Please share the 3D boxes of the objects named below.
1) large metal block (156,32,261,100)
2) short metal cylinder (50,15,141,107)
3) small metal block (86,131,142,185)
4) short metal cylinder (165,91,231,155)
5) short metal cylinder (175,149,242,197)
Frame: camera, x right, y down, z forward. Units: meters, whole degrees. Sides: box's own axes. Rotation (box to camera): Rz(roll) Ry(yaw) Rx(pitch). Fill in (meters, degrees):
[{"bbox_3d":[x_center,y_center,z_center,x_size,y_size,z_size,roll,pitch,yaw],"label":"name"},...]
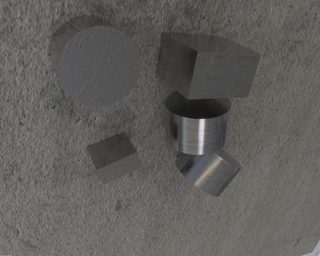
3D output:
[{"bbox_3d":[0.051,-0.073,0.354,0.081,0.080,0.050,-5,121,-26],"label":"large metal block"},{"bbox_3d":[-0.066,-0.068,0.313,0.081,0.050,0.079,-14,124,-21],"label":"short metal cylinder"},{"bbox_3d":[-0.057,0.036,0.382,0.050,0.050,0.025,-23,127,-15],"label":"small metal block"},{"bbox_3d":[0.046,-0.010,0.390,0.081,0.080,0.050,-14,124,-21],"label":"short metal cylinder"},{"bbox_3d":[0.068,0.052,0.441,0.080,0.080,0.050,27,103,-38],"label":"short metal cylinder"}]
